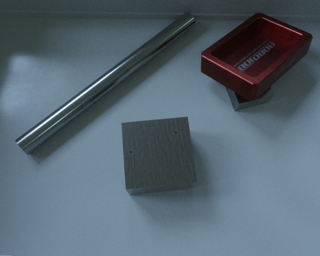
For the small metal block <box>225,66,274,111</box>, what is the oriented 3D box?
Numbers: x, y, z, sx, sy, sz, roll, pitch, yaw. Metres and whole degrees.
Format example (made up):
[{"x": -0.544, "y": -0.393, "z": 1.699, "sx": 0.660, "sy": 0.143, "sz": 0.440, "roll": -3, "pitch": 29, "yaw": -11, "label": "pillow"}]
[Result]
[{"x": 0.122, "y": -0.056, "z": 0.432, "sx": 0.050, "sy": 0.025, "sz": 0.050, "roll": -14, "pitch": 71, "yaw": -6, "label": "small metal block"}]

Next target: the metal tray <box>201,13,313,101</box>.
[{"x": 0.130, "y": -0.102, "z": 0.422, "sx": 0.131, "sy": 0.030, "sz": 0.090, "roll": -39, "pitch": 58, "yaw": -23, "label": "metal tray"}]

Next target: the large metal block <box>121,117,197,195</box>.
[{"x": -0.002, "y": 0.036, "z": 0.383, "sx": 0.081, "sy": 0.050, "sz": 0.080, "roll": -5, "pitch": 70, "yaw": -3, "label": "large metal block"}]

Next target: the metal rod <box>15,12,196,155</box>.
[{"x": -0.066, "y": -0.070, "z": 0.434, "sx": 0.301, "sy": 0.025, "sz": 0.025, "roll": -40, "pitch": 75, "yaw": -14, "label": "metal rod"}]
